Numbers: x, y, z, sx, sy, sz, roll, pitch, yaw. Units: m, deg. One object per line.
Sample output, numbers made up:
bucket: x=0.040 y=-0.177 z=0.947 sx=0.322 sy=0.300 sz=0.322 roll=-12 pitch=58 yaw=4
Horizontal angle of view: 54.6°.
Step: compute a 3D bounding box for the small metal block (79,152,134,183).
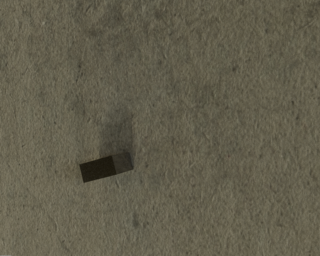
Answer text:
small metal block: x=-0.072 y=0.053 z=0.422 sx=0.050 sy=0.050 sz=0.025 roll=-16 pitch=85 yaw=19
